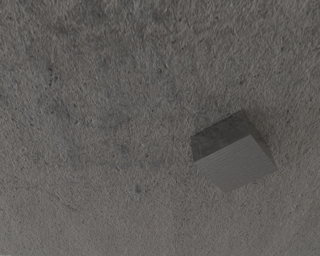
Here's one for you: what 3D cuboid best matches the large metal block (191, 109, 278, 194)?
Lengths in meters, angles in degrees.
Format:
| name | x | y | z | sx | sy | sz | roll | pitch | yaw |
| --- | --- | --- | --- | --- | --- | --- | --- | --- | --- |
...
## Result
| name | x | y | z | sx | sy | sz | roll | pitch | yaw |
| --- | --- | --- | --- | --- | --- | --- | --- | --- | --- |
| large metal block | 0.099 | 0.034 | 0.420 | 0.080 | 0.050 | 0.080 | -30 | 124 | 23 |
